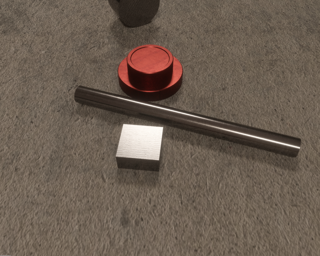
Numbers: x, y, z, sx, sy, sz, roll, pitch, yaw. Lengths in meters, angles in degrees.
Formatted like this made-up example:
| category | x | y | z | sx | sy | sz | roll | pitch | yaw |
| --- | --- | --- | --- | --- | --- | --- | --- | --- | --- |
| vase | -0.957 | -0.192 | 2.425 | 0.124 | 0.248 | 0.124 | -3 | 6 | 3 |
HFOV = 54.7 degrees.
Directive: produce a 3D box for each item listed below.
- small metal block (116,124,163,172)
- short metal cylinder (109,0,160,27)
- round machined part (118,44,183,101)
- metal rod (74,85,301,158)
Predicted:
| category | x | y | z | sx | sy | sz | roll | pitch | yaw |
| --- | --- | --- | --- | --- | --- | --- | --- | --- | --- |
| small metal block | -0.024 | 0.024 | 0.383 | 0.050 | 0.025 | 0.050 | 5 | 50 | 3 |
| short metal cylinder | -0.048 | -0.233 | 0.562 | 0.081 | 0.080 | 0.050 | -22 | 54 | -18 |
| round machined part | -0.014 | -0.089 | 0.467 | 0.099 | 0.042 | 0.098 | 0 | 50 | 0 |
| metal rod | 0.027 | -0.012 | 0.413 | 0.301 | 0.025 | 0.025 | 14 | 52 | 11 |
